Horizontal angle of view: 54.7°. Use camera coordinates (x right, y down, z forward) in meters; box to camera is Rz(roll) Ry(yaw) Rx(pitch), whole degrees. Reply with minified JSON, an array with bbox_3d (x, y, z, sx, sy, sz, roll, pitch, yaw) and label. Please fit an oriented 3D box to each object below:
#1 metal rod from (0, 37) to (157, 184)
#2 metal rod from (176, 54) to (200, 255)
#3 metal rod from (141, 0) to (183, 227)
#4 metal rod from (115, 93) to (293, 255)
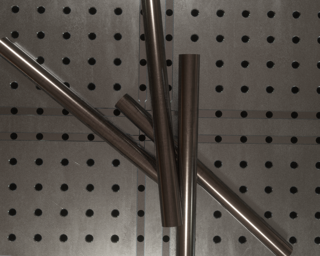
[{"bbox_3d":[-0.094,-0.015,0.412,0.300,0.025,0.025,39,90,-1],"label":"metal rod"},{"bbox_3d":[0.034,0.060,0.390,0.025,0.025,0.298,0,100,-1],"label":"metal rod"},{"bbox_3d":[0.001,-0.030,0.393,0.025,0.025,0.298,-5,82,-1],"label":"metal rod"},{"bbox_3d":[0.058,0.065,0.414,0.300,0.025,0.025,43,90,-1],"label":"metal rod"}]
